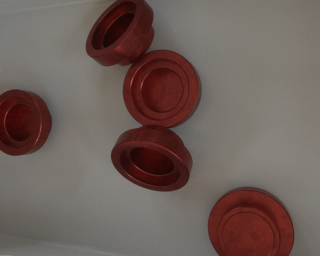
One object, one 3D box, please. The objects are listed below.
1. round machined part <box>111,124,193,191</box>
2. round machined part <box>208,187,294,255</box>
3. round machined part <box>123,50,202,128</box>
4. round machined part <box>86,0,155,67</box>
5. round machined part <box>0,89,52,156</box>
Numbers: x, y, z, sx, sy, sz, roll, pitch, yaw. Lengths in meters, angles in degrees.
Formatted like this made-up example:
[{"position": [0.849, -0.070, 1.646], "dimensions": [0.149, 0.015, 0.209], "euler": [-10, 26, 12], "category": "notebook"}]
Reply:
[{"position": [-0.007, 0.034, 0.385], "dimensions": [0.098, 0.042, 0.097], "euler": [12, 138, 11], "category": "round machined part"}, {"position": [0.105, 0.122, 0.364], "dimensions": [0.098, 0.042, 0.097], "euler": [0, 90, 19], "category": "round machined part"}, {"position": [0.005, -0.047, 0.399], "dimensions": [0.098, 0.042, 0.097], "euler": [0, 90, 19], "category": "round machined part"}, {"position": [-0.046, -0.120, 0.401], "dimensions": [0.098, 0.042, 0.098], "euler": [-22, 51, 30], "category": "round machined part"}, {"position": [-0.206, -0.008, 0.472], "dimensions": [0.098, 0.042, 0.097], "euler": [0, 90, 19], "category": "round machined part"}]
